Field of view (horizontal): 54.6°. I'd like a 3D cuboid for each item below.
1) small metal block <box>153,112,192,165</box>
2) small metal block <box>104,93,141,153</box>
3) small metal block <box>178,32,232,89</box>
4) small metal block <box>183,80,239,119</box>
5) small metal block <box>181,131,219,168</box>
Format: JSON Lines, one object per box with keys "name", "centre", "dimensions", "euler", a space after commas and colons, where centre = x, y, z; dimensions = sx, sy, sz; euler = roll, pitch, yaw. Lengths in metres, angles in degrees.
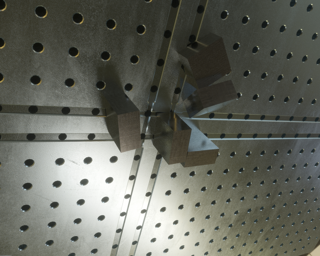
{"name": "small metal block", "centre": [0.015, 0.012, 0.410], "dimensions": [0.025, 0.050, 0.050], "euler": [-7, 121, -25]}
{"name": "small metal block", "centre": [-0.044, -0.007, 0.366], "dimensions": [0.025, 0.050, 0.050], "euler": [-14, 124, -21]}
{"name": "small metal block", "centre": [0.057, -0.083, 0.390], "dimensions": [0.050, 0.025, 0.050], "euler": [-33, 129, -7]}
{"name": "small metal block", "centre": [0.065, -0.037, 0.405], "dimensions": [0.050, 0.050, 0.025], "euler": [-18, 83, -18]}
{"name": "small metal block", "centre": [0.046, 0.029, 0.437], "dimensions": [0.050, 0.050, 0.025], "euler": [-3, 120, -27]}
